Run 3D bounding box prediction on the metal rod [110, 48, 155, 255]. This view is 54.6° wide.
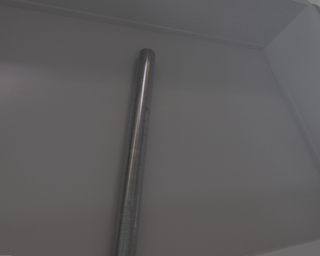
[{"bbox_3d":[-0.028,0.016,0.379,0.025,0.025,0.300,17,55,-19],"label":"metal rod"}]
